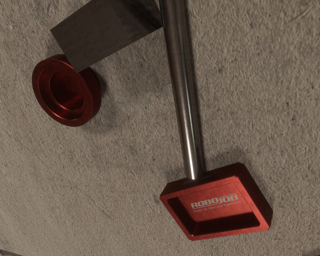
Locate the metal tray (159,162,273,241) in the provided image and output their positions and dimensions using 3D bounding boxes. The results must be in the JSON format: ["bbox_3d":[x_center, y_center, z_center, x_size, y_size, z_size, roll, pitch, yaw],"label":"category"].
[{"bbox_3d":[0.075,0.106,0.428,0.130,0.030,0.090,-24,106,36],"label":"metal tray"}]

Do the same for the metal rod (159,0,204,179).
[{"bbox_3d":[0.023,-0.069,0.351,0.025,0.025,0.298,4,120,26],"label":"metal rod"}]

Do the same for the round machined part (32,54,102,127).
[{"bbox_3d":[-0.122,-0.054,0.424,0.098,0.042,0.097,13,124,20],"label":"round machined part"}]

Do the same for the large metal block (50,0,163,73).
[{"bbox_3d":[-0.052,-0.108,0.331,0.080,0.080,0.050,-17,109,34],"label":"large metal block"}]
